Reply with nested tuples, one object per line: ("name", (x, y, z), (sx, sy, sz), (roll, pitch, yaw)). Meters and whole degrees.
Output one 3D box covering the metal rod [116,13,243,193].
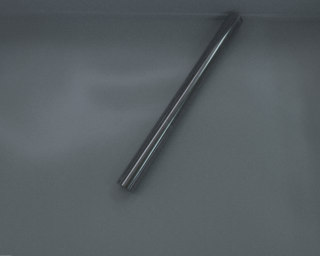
("metal rod", (0.036, -0.046, 0.426), (0.025, 0.025, 0.300), (30, 72, 10))
